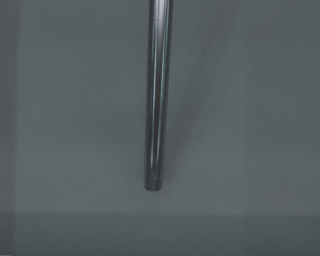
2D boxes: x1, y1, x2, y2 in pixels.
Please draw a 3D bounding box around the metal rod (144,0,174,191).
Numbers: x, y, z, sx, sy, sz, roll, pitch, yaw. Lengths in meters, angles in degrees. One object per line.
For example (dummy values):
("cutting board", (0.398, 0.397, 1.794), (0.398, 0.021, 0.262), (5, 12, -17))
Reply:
("metal rod", (-0.002, -0.058, 0.350), (0.025, 0.025, 0.298), (3, 115, 0))
